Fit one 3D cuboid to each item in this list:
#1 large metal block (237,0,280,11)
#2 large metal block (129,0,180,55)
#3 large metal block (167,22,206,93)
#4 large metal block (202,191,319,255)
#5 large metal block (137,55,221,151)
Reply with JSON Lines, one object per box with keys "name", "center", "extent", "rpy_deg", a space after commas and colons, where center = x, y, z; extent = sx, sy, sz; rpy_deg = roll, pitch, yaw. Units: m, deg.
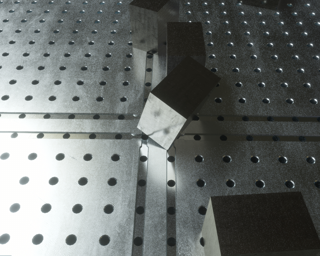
{"name": "large metal block", "center": [0.212, -0.292, 0.638], "extent": [0.080, 0.050, 0.080], "rpy_deg": [18, 52, 14]}
{"name": "large metal block", "center": [-0.007, -0.185, 0.528], "extent": [0.050, 0.080, 0.080], "rpy_deg": [22, 53, 17]}
{"name": "large metal block", "center": [0.035, -0.098, 0.455], "extent": [0.050, 0.080, 0.080], "rpy_deg": [0, 50, 0]}
{"name": "large metal block", "center": [0.086, 0.102, 0.287], "extent": [0.080, 0.080, 0.050], "rpy_deg": [-3, 50, -2]}
{"name": "large metal block", "center": [0.022, -0.030, 0.391], "extent": [0.050, 0.080, 0.080], "rpy_deg": [37, 58, 7]}
